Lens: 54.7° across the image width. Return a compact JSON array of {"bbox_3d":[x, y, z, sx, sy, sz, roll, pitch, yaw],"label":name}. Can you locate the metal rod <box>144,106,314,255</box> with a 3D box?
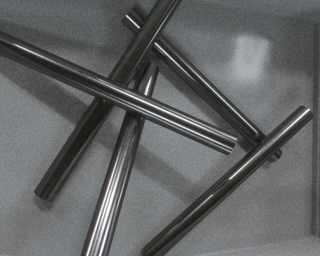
[{"bbox_3d":[0.101,0.072,0.431,0.301,0.025,0.025,-40,103,-9],"label":"metal rod"}]

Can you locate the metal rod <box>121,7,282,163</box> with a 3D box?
[{"bbox_3d":[0.068,-0.051,0.436,0.300,0.025,0.025,41,77,-16],"label":"metal rod"}]

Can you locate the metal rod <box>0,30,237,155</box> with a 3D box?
[{"bbox_3d":[-0.056,-0.041,0.346,0.301,0.025,0.025,24,82,-2],"label":"metal rod"}]

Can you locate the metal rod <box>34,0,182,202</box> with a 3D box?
[{"bbox_3d":[-0.056,-0.047,0.373,0.025,0.025,0.299,33,85,-18],"label":"metal rod"}]

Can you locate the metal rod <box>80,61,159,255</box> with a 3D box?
[{"bbox_3d":[-0.044,0.047,0.334,0.025,0.025,0.300,25,58,-19],"label":"metal rod"}]
